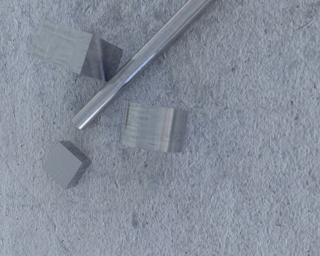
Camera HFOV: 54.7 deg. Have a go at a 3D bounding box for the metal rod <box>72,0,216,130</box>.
[{"bbox_3d":[-0.011,-0.104,0.412,0.299,0.025,0.025,-42,77,15],"label":"metal rod"}]

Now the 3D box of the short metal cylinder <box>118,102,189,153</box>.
[{"bbox_3d":[-0.008,-0.002,0.382,0.080,0.080,0.050,10,93,19],"label":"short metal cylinder"}]

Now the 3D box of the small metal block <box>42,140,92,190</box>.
[{"bbox_3d":[-0.137,0.054,0.457,0.050,0.025,0.050,38,102,16],"label":"small metal block"}]

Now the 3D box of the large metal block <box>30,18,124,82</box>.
[{"bbox_3d":[-0.109,-0.102,0.418,0.080,0.080,0.050,22,97,18],"label":"large metal block"}]
